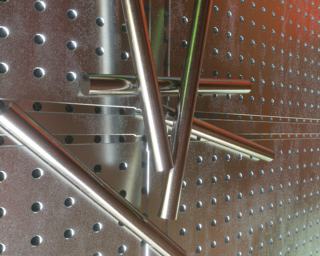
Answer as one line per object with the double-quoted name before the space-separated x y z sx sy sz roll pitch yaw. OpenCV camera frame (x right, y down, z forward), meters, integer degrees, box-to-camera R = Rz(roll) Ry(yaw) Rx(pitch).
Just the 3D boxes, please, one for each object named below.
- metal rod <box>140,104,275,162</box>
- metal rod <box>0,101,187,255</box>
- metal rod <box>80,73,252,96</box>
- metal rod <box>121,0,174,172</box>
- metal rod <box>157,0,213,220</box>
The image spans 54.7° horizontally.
"metal rod" 0.094 0.013 0.490 0.302 0.025 0.025 19 78 -39
"metal rod" -0.060 0.083 0.360 0.300 0.025 0.025 49 61 -29
"metal rod" 0.033 -0.060 0.438 0.302 0.025 0.025 -6 94 -40
"metal rod" -0.023 -0.098 0.364 0.025 0.025 0.298 -10 88 -40
"metal rod" 0.035 -0.034 0.406 0.025 0.025 0.299 17 79 -39
